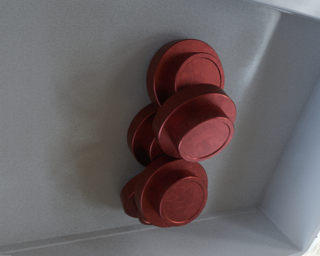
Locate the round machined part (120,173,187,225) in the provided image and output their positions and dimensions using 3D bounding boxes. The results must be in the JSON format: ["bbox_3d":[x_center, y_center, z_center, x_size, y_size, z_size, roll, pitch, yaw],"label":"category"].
[{"bbox_3d":[-0.003,0.101,0.439,0.099,0.042,0.097,-15,139,-13],"label":"round machined part"}]

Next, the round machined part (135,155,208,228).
[{"bbox_3d":[0.021,0.084,0.393,0.099,0.042,0.097,-10,112,-26],"label":"round machined part"}]

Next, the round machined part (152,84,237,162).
[{"bbox_3d":[0.044,0.001,0.354,0.099,0.042,0.097,-15,137,-15],"label":"round machined part"}]

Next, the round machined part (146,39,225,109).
[{"bbox_3d":[0.037,-0.056,0.367,0.099,0.042,0.097,-7,106,-27],"label":"round machined part"}]

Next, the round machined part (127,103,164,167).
[{"bbox_3d":[0.010,0.015,0.410,0.099,0.042,0.097,-14,123,-21],"label":"round machined part"}]
